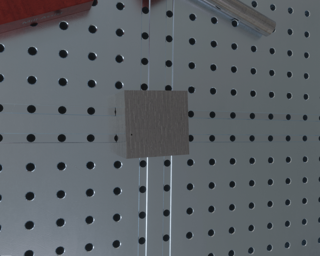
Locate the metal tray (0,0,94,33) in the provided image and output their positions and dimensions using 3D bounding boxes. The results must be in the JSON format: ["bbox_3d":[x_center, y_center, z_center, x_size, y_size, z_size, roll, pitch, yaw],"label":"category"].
[{"bbox_3d":[-0.152,-0.169,0.354,0.131,0.030,0.090,-23,98,-19],"label":"metal tray"}]

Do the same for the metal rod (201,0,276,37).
[{"bbox_3d":[0.035,-0.203,0.425,0.302,0.025,0.025,21,83,-19],"label":"metal rod"}]

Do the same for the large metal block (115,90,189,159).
[{"bbox_3d":[-0.011,-0.006,0.396,0.081,0.050,0.079,-2,91,-20],"label":"large metal block"}]
